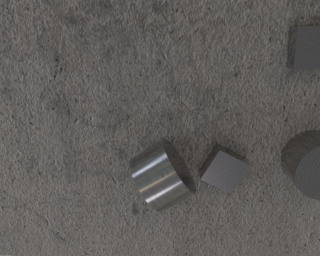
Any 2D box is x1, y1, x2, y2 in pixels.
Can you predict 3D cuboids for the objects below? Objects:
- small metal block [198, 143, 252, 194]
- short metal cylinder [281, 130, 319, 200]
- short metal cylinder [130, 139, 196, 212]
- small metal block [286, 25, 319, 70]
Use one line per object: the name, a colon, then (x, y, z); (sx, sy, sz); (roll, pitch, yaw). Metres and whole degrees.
small metal block: (0.089, 0.056, 0.432); (0.050, 0.025, 0.050); (27, 108, -10)
short metal cylinder: (0.212, 0.049, 0.417); (0.081, 0.050, 0.079); (0, 110, 0)
short metal cylinder: (0.005, 0.061, 0.403); (0.050, 0.080, 0.080); (-32, 107, 11)
small metal block: (0.185, -0.099, 0.375); (0.050, 0.025, 0.050); (-3, 110, 1)
